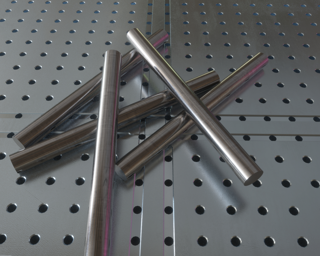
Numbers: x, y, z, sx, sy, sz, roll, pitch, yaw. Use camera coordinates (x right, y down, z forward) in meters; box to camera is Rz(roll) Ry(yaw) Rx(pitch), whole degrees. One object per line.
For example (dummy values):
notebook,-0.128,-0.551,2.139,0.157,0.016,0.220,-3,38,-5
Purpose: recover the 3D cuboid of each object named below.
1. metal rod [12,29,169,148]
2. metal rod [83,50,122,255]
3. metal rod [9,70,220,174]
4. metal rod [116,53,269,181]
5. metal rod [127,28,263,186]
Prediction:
metal rod,-0.085,-0.071,0.466,0.025,0.025,0.301,30,56,22
metal rod,-0.064,0.024,0.362,0.025,0.025,0.299,-1,58,-1
metal rod,-0.045,-0.016,0.420,0.302,0.025,0.025,-25,55,-20
metal rod,0.059,-0.029,0.432,0.025,0.025,0.302,37,59,26
metal rod,0.029,-0.048,0.414,0.025,0.025,0.300,-22,54,-18
